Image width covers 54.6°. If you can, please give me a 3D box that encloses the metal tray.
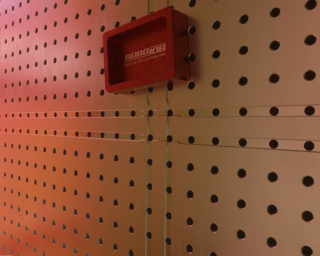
[{"bbox_3d":[-0.023,-0.100,0.426,0.130,0.030,0.090,-5,87,40],"label":"metal tray"}]
